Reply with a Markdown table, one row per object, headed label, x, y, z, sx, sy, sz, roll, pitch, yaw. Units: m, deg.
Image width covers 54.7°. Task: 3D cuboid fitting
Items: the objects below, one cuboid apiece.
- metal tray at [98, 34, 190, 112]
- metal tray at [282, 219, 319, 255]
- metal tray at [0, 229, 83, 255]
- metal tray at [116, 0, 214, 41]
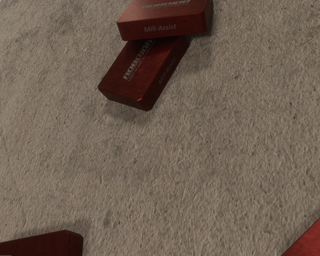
| label | x | y | z | sx | sy | sz | roll | pitch | yaw |
| --- | --- | --- | --- | --- | --- | --- | --- | --- | --- |
| metal tray | -0.025 | -0.095 | 0.470 | 0.090 | 0.030 | 0.130 | 19 | 71 | 35 |
| metal tray | 0.157 | 0.125 | 0.218 | 0.090 | 0.030 | 0.130 | -41 | 37 | -6 |
| metal tray | -0.158 | 0.180 | 0.371 | 0.130 | 0.030 | 0.090 | -16 | 55 | 18 |
| metal tray | 0.010 | -0.172 | 0.471 | 0.130 | 0.030 | 0.090 | 0 | 42 | 18 |
